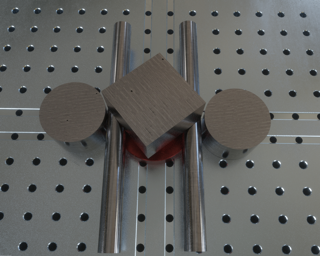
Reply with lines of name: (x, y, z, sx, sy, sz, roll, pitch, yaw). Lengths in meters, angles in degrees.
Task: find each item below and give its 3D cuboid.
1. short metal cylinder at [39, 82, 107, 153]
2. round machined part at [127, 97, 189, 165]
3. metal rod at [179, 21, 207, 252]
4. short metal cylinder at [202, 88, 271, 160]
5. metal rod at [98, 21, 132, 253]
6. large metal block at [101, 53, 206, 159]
short metal cylinder: (-0.107, -0.012, 0.402, 0.081, 0.050, 0.080, 0, 70, 0)
round machined part: (-0.007, -0.004, 0.405, 0.099, 0.042, 0.098, 0, 70, 0)
metal rod: (0.039, -0.005, 0.391, 0.025, 0.025, 0.299, 0, 70, 0)
short metal cylinder: (0.094, -0.004, 0.400, 0.081, 0.050, 0.080, 0, 70, 0)
metal rod: (-0.054, -0.004, 0.390, 0.025, 0.025, 0.299, 1, 70, 0)
large metal block: (-0.007, -0.025, 0.357, 0.080, 0.050, 0.080, -36, 74, -12)
